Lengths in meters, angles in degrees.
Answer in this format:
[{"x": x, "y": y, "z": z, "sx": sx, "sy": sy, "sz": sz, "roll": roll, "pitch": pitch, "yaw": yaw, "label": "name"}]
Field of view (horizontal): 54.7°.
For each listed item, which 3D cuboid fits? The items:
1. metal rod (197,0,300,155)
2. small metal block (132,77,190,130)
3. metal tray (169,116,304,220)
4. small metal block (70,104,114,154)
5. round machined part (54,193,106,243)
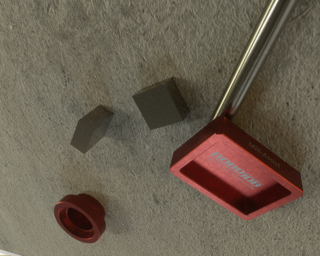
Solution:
[{"x": 0.100, "y": -0.085, "z": 0.301, "sx": 0.025, "sy": 0.025, "sz": 0.298, "roll": 28, "pitch": 128, "yaw": 10, "label": "metal rod"}, {"x": 0.002, "y": -0.030, "z": 0.386, "sx": 0.050, "sy": 0.025, "sz": 0.050, "roll": -16, "pitch": 110, "yaw": 34, "label": "small metal block"}, {"x": 0.089, "y": 0.053, "z": 0.367, "sx": 0.130, "sy": 0.030, "sz": 0.090, "roll": 35, "pitch": 130, "yaw": -15, "label": "metal tray"}, {"x": -0.096, "y": 0.001, "z": 0.440, "sx": 0.025, "sy": 0.050, "sz": 0.050, "roll": 35, "pitch": 129, "yaw": 5, "label": "small metal block"}, {"x": -0.140, "y": 0.159, "z": 0.566, "sx": 0.098, "sy": 0.042, "sz": 0.097, "roll": 13, "pitch": 124, "yaw": 20, "label": "round machined part"}]
